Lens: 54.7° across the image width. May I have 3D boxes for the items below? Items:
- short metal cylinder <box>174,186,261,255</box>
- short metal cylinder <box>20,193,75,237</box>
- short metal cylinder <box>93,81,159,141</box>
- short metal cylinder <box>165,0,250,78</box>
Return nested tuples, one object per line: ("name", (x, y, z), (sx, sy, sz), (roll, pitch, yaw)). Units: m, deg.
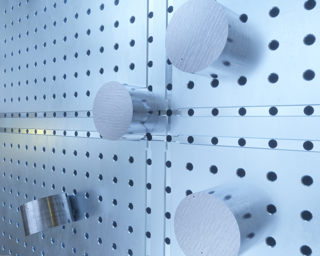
("short metal cylinder", (0.063, 0.107, 0.342), (0.080, 0.050, 0.079), (0, 90, 40))
("short metal cylinder", (-0.193, 0.149, 0.533), (0.080, 0.081, 0.050), (-29, 72, 36))
("short metal cylinder", (-0.049, -0.023, 0.434), (0.080, 0.050, 0.079), (0, 90, 40))
("short metal cylinder", (0.053, -0.099, 0.350), (0.080, 0.050, 0.079), (0, 90, 40))
